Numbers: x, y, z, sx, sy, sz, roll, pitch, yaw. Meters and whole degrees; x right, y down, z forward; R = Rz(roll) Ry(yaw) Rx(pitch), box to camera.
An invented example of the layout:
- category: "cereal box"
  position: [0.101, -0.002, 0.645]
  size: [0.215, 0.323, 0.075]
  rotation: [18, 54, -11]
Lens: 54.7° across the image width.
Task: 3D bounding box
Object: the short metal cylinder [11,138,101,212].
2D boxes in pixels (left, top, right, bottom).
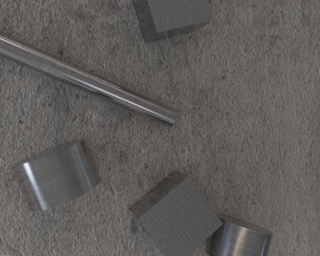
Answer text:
- category: "short metal cylinder"
  position: [-0.112, 0.049, 0.339]
  size: [0.081, 0.080, 0.050]
  rotation: [-22, 98, -19]

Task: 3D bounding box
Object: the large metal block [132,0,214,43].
- category: "large metal block"
  position: [0.012, -0.164, 0.400]
  size: [0.081, 0.050, 0.080]
  rotation: [-19, 97, -19]

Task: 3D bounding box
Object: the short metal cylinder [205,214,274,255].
- category: "short metal cylinder"
  position: [0.107, 0.154, 0.420]
  size: [0.081, 0.080, 0.050]
  rotation: [19, 84, -19]

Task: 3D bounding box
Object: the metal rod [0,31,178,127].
- category: "metal rod"
  position: [-0.114, -0.067, 0.366]
  size: [0.302, 0.025, 0.025]
  rotation: [23, 83, -19]

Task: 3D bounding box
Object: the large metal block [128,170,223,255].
- category: "large metal block"
  position: [0.019, 0.114, 0.402]
  size: [0.080, 0.050, 0.080]
  rotation: [-38, 102, -15]
